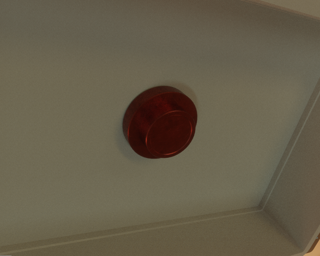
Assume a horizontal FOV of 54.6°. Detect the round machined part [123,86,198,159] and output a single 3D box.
[{"bbox_3d":[0.006,-0.001,0.396,0.099,0.042,0.097,-14,124,-21],"label":"round machined part"}]
